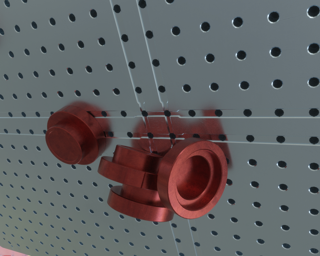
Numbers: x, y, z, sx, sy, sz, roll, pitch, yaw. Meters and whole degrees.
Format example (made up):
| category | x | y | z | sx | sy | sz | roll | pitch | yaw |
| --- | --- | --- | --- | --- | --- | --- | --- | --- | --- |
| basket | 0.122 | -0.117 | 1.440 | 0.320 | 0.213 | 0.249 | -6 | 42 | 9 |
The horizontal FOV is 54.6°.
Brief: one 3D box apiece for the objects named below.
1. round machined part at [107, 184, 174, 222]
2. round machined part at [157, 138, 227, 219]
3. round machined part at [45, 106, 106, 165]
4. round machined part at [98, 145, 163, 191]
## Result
| category | x | y | z | sx | sy | sz | roll | pitch | yaw |
| --- | --- | --- | --- | --- | --- | --- | --- | --- | --- |
| round machined part | -0.023 | 0.098 | 0.450 | 0.098 | 0.098 | 0.042 | 14 | 89 | 20 |
| round machined part | 0.036 | 0.060 | 0.390 | 0.042 | 0.099 | 0.098 | 13 | 129 | 53 |
| round machined part | -0.138 | 0.018 | 0.485 | 0.098 | 0.042 | 0.097 | 13 | 124 | 21 |
| round machined part | -0.032 | 0.051 | 0.426 | 0.098 | 0.098 | 0.042 | 15 | 88 | 20 |
